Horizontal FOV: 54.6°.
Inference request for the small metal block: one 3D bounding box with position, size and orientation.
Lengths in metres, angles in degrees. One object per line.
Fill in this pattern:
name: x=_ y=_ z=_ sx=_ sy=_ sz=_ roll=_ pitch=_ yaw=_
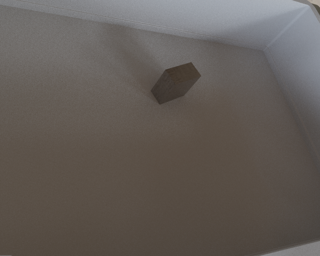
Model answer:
small metal block: x=0.022 y=-0.063 z=0.439 sx=0.050 sy=0.050 sz=0.025 roll=-24 pitch=75 yaw=-36
